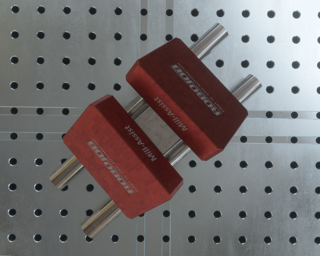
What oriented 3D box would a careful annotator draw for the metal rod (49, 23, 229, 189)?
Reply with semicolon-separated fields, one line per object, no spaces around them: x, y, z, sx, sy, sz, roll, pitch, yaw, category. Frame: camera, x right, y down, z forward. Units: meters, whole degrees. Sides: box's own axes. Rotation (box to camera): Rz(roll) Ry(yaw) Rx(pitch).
-0.027;-0.030;0.413;0.300;0.025;0.025;-43;91;-1;metal rod

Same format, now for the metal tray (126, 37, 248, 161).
0.035;-0.037;0.359;0.130;0.030;0.090;47;46;0;metal tray

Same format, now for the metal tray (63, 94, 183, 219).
-0.046;0.037;0.359;0.130;0.030;0.090;50;133;-1;metal tray

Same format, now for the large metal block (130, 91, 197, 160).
0.001;-0.002;0.385;0.080;0.080;0.050;-42;91;0;large metal block

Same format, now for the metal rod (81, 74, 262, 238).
0.016;0.037;0.414;0.300;0.025;0.025;-42;91;-1;metal rod
